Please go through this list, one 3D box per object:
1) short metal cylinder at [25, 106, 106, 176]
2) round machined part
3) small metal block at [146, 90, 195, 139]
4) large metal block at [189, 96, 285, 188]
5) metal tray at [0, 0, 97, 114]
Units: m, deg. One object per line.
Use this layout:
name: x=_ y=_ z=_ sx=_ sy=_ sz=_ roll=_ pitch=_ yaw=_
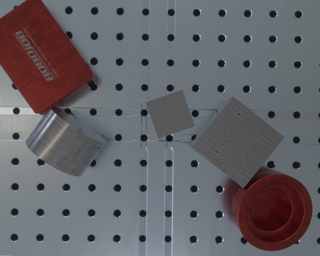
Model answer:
short metal cylinder: x=-0.115 y=0.016 z=0.385 sx=0.080 sy=0.080 sz=0.050 roll=35 pitch=90 yaw=0
round machined part: x=0.140 y=0.103 z=0.401 sx=0.099 sy=0.042 sz=0.097 roll=-1 pitch=96 yaw=-8
small metal block: x=0.013 y=-0.018 z=0.413 sx=0.050 sy=0.025 sz=0.050 roll=-19 pitch=90 yaw=0
large metal block: x=0.095 y=0.017 z=0.401 sx=0.080 sy=0.050 sz=0.080 roll=39 pitch=90 yaw=0
metal tray: x=-0.158 y=-0.093 z=0.409 sx=0.090 sy=0.030 sz=0.130 roll=-35 pitch=90 yaw=0
